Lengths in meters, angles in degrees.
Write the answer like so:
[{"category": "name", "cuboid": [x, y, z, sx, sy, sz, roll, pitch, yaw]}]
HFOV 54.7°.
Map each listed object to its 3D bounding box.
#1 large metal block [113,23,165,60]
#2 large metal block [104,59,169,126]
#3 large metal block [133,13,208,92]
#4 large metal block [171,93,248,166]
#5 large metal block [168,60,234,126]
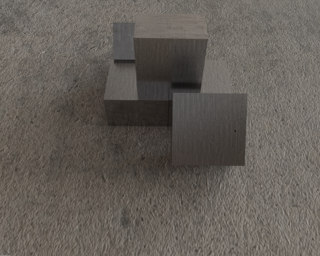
[{"category": "large metal block", "cuboid": [-0.024, -0.124, 0.465, 0.081, 0.050, 0.080, 0, 6, 0]}, {"category": "large metal block", "cuboid": [-0.029, -0.049, 0.427, 0.081, 0.050, 0.080, 1, 50, 0]}, {"category": "large metal block", "cuboid": [0.012, -0.090, 0.381, 0.081, 0.080, 0.050, 1, 50, 0]}, {"category": "large metal block", "cuboid": [0.054, -0.001, 0.362, 0.081, 0.079, 0.050, 1, 6, 0]}, {"category": "large metal block", "cuboid": [0.052, -0.049, 0.428, 0.081, 0.050, 0.080, 1, 50, 0]}]
